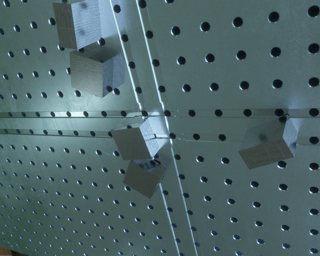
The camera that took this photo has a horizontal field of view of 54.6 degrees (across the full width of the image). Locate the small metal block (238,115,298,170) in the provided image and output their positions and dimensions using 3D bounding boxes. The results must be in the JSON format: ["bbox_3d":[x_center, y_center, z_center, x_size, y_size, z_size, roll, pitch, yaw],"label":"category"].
[{"bbox_3d":[0.120,0.015,0.342,0.050,0.050,0.025,-25,105,37],"label":"small metal block"}]

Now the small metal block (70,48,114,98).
[{"bbox_3d":[-0.091,-0.074,0.414,0.050,0.025,0.050,20,126,16],"label":"small metal block"}]

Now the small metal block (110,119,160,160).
[{"bbox_3d":[-0.035,0.017,0.441,0.050,0.025,0.050,-7,115,31],"label":"small metal block"}]

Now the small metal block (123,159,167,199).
[{"bbox_3d":[-0.023,0.072,0.469,0.050,0.025,0.050,29,128,10],"label":"small metal block"}]

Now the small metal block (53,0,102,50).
[{"bbox_3d":[-0.096,-0.126,0.369,0.025,0.050,0.050,14,124,21],"label":"small metal block"}]
